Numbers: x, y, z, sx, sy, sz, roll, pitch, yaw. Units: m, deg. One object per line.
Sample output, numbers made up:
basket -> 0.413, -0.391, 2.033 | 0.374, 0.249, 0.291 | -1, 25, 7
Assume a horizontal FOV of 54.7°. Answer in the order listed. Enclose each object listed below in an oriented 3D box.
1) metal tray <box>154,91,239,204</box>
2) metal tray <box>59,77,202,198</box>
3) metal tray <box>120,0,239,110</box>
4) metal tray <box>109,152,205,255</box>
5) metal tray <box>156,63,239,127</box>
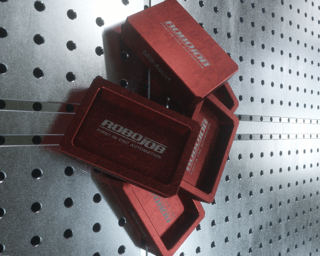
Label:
metal tray -> 0.053, 0.024, 0.413 | 0.090, 0.030, 0.130 | 36, 68, -35
metal tray -> -0.030, 0.012, 0.342 | 0.131, 0.030, 0.090 | 24, 72, -6
metal tray -> 0.026, -0.096, 0.390 | 0.130, 0.030, 0.091 | 49, 56, 5
metal tray -> 0.002, 0.095, 0.409 | 0.091, 0.030, 0.129 | -40, 115, -33
metal tray -> 0.060, -0.054, 0.458 | 0.090, 0.030, 0.130 | -51, 120, -28
